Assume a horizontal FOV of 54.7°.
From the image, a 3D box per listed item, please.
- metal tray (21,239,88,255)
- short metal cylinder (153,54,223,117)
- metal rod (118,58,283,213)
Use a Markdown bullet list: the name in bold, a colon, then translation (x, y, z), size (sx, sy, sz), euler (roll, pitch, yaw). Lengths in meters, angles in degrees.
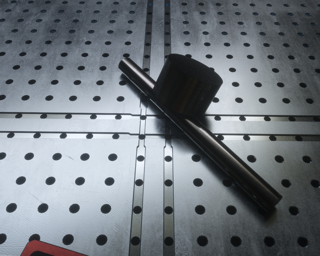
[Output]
- **metal tray**: translation (-0.074, 0.161, 0.268), size (0.131, 0.030, 0.090), euler (13, 51, 10)
- **short metal cylinder**: translation (0.037, -0.059, 0.420), size (0.080, 0.050, 0.080), euler (21, 29, -12)
- **metal rod**: translation (0.035, -0.008, 0.415), size (0.025, 0.025, 0.300), euler (-30, 56, -23)
